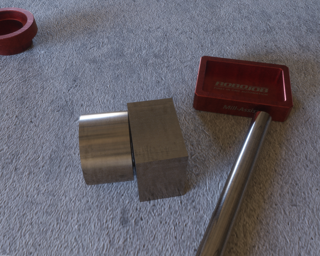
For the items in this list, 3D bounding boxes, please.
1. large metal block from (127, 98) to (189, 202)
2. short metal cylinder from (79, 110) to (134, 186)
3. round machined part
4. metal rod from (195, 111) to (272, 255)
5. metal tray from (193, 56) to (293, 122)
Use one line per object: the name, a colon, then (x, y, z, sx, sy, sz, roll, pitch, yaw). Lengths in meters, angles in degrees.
large metal block: (-0.005, 0.025, 0.346, 0.050, 0.080, 0.080, -7, 51, -7)
short metal cylinder: (-0.058, 0.022, 0.348, 0.050, 0.080, 0.080, -5, 50, -5)
round machined part: (-0.257, -0.159, 0.523, 0.099, 0.042, 0.098, 0, 50, 0)
metal rod: (0.071, 0.089, 0.328, 0.025, 0.025, 0.301, 21, 53, 16)
metal tray: (0.119, -0.060, 0.451, 0.131, 0.030, 0.090, 8, 50, 6)
